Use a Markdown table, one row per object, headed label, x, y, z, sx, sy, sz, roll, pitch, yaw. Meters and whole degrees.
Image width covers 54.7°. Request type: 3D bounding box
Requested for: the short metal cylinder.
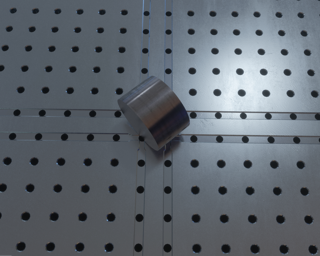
| label | x | y | z | sx | sy | sz | roll | pitch | yaw |
| --- | --- | --- | --- | --- | --- | --- | --- | --- | --- |
| short metal cylinder | -0.008 | -0.018 | 0.388 | 0.050 | 0.080 | 0.080 | -39 | 75 | -13 |
